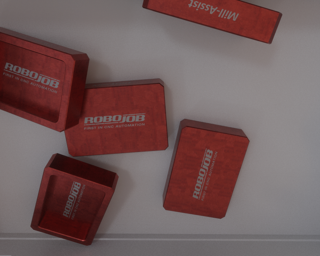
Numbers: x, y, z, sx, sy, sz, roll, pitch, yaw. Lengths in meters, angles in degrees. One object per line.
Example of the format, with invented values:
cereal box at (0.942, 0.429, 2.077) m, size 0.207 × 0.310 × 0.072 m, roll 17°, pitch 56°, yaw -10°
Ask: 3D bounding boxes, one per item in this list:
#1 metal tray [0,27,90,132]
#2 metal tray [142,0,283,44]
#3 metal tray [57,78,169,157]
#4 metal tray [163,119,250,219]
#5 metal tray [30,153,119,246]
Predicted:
metal tray at (-0.153, -0.059, 0.362) m, size 0.130 × 0.030 × 0.089 m, roll 19°, pitch 110°, yaw 13°
metal tray at (0.050, -0.125, 0.331) m, size 0.131 × 0.090 × 0.030 m, roll 14°, pitch 110°, yaw -6°
metal tray at (-0.057, -0.013, 0.403) m, size 0.131 × 0.030 × 0.089 m, roll -4°, pitch 110°, yaw 1°
metal tray at (0.060, 0.059, 0.431) m, size 0.091 × 0.030 × 0.129 m, roll 10°, pitch 110°, yaw -5°
metal tray at (-0.120, 0.103, 0.428) m, size 0.091 × 0.030 × 0.129 m, roll 20°, pitch 123°, yaw -8°
